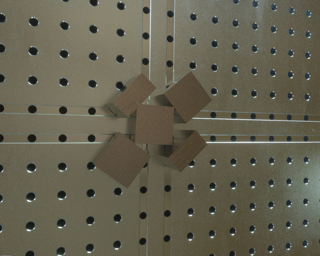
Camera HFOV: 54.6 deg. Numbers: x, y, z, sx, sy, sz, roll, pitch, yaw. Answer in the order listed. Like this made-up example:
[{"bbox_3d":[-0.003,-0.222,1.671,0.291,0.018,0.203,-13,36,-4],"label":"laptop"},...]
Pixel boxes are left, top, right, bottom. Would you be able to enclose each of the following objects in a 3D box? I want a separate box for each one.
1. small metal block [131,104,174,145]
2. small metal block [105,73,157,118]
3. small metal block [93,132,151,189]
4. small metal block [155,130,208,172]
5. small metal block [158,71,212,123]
[{"bbox_3d":[-0.010,-0.004,0.408,0.050,0.025,0.050,4,88,-19],"label":"small metal block"},{"bbox_3d":[-0.037,-0.039,0.385,0.025,0.050,0.050,46,77,-15],"label":"small metal block"},{"bbox_3d":[-0.049,0.040,0.394,0.050,0.025,0.050,40,77,-16],"label":"small metal block"},{"bbox_3d":[0.027,0.028,0.409,0.050,0.050,0.025,-44,104,-15],"label":"small metal block"},{"bbox_3d":[0.034,-0.041,0.425,0.050,0.025,0.050,-42,103,-15],"label":"small metal block"}]
